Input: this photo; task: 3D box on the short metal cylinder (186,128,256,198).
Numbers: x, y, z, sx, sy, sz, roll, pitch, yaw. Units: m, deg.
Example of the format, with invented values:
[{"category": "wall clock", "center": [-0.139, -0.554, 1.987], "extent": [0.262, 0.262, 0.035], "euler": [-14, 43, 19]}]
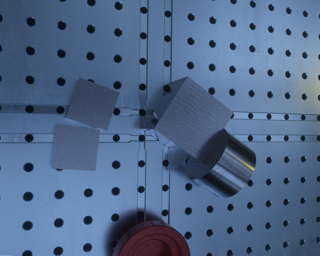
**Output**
[{"category": "short metal cylinder", "center": [0.080, 0.046, 0.415], "extent": [0.050, 0.080, 0.080], "euler": [35, 79, -17]}]

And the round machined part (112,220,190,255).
[{"category": "round machined part", "center": [-0.014, 0.168, 0.400], "extent": [0.099, 0.042, 0.097], "euler": [0, 90, -21]}]

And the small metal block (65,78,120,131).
[{"category": "small metal block", "center": [-0.084, -0.028, 0.382], "extent": [0.050, 0.025, 0.050], "euler": [19, 83, -19]}]

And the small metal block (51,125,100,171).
[{"category": "small metal block", "center": [-0.103, 0.024, 0.375], "extent": [0.050, 0.025, 0.050], "euler": [7, 88, -20]}]

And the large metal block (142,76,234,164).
[{"category": "large metal block", "center": [0.036, -0.010, 0.414], "extent": [0.080, 0.050, 0.080], "euler": [36, 78, -17]}]
